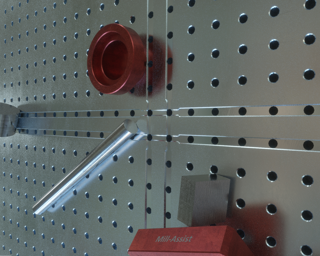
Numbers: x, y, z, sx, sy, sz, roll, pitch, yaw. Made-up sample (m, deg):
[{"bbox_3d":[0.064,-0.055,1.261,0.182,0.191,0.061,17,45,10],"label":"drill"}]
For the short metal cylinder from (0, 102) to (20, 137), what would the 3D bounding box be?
[{"bbox_3d":[-0.347,-0.020,0.661,0.080,0.081,0.050,29,108,36],"label":"short metal cylinder"}]

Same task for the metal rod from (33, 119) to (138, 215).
[{"bbox_3d":[-0.139,0.078,0.524,0.299,0.025,0.025,-39,66,33],"label":"metal rod"}]

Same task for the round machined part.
[{"bbox_3d":[-0.058,-0.096,0.446,0.098,0.042,0.097,0,90,40],"label":"round machined part"}]

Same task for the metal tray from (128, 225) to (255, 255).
[{"bbox_3d":[0.039,0.149,0.341,0.130,0.030,0.090,-17,119,38],"label":"metal tray"}]

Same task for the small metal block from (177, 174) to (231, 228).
[{"bbox_3d":[0.050,0.080,0.349,0.025,0.050,0.050,13,98,57],"label":"small metal block"}]
